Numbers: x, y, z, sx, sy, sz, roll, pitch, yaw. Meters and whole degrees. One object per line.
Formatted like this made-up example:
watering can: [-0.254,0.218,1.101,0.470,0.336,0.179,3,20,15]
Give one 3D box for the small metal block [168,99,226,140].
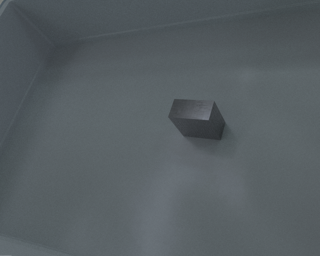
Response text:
small metal block: [0.045,-0.010,0.371,0.050,0.050,0.025,6,65,30]
